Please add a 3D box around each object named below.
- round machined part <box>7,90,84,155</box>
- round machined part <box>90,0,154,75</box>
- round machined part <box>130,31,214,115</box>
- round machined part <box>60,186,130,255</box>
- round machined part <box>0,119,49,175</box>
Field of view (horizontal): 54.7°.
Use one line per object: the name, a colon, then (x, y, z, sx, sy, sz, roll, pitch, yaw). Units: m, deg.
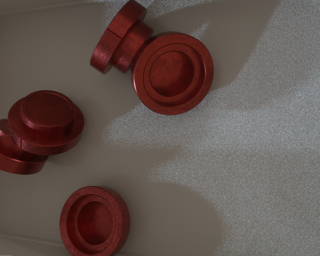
round machined part: (-0.153, -0.014, 0.422, 0.098, 0.099, 0.042, 41, 135, 15)
round machined part: (-0.043, -0.107, 0.392, 0.042, 0.098, 0.098, 34, 102, -8)
round machined part: (0.012, -0.068, 0.379, 0.099, 0.042, 0.097, -7, 115, -15)
round machined part: (-0.084, 0.129, 0.426, 0.098, 0.042, 0.098, -4, 79, 21)
round machined part: (-0.207, 0.022, 0.445, 0.098, 0.098, 0.042, 34, 101, 17)
